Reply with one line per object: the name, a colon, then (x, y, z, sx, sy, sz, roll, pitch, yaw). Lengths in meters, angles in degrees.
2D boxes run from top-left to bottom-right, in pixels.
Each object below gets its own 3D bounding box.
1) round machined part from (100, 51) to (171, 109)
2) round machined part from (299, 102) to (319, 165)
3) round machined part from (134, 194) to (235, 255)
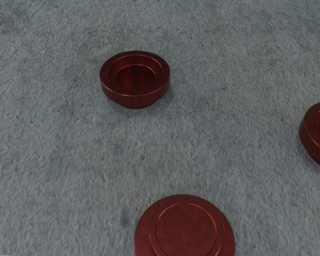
round machined part: (-0.035, -0.065, 0.447, 0.099, 0.042, 0.098, 0, 50, 0)
round machined part: (0.222, 0.015, 0.383, 0.099, 0.042, 0.098, 0, 50, 0)
round machined part: (0.024, 0.108, 0.302, 0.099, 0.042, 0.098, 0, 50, 0)
